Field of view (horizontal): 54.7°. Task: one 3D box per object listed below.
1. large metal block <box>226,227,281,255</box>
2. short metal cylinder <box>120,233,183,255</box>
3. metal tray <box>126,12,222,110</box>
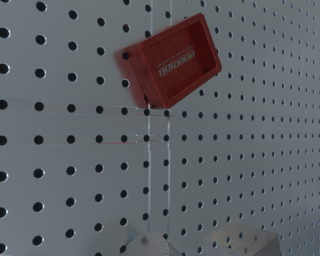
[{"bbox_3d":[0.163,0.229,0.530,0.081,0.050,0.079,-16,100,-39],"label":"large metal block"},{"bbox_3d":[-0.009,0.174,0.366,0.050,0.080,0.080,51,60,-28],"label":"short metal cylinder"},{"bbox_3d":[0.025,-0.093,0.426,0.131,0.030,0.090,-37,113,-34],"label":"metal tray"}]
